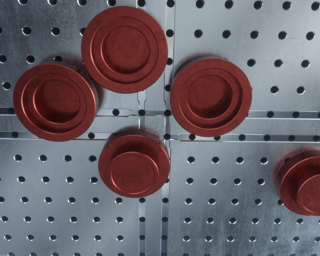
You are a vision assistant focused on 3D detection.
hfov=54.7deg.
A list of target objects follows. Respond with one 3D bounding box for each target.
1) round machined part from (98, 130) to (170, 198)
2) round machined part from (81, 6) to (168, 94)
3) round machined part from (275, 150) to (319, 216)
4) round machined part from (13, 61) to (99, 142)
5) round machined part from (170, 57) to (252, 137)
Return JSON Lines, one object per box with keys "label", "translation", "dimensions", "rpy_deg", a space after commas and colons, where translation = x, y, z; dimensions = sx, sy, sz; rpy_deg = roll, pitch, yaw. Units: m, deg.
{"label": "round machined part", "translation": [-0.036, 0.055, 0.424], "dimensions": [0.099, 0.042, 0.097], "rpy_deg": [0, 110, -1]}
{"label": "round machined part", "translation": [-0.040, -0.093, 0.369], "dimensions": [0.099, 0.042, 0.097], "rpy_deg": [0, 110, -1]}
{"label": "round machined part", "translation": [0.220, 0.084, 0.439], "dimensions": [0.099, 0.042, 0.097], "rpy_deg": [0, 110, -1]}
{"label": "round machined part", "translation": [-0.126, -0.035, 0.390], "dimensions": [0.099, 0.042, 0.097], "rpy_deg": [0, 110, -1]}
{"label": "round machined part", "translation": [0.061, -0.041, 0.390], "dimensions": [0.099, 0.042, 0.097], "rpy_deg": [0, 110, -1]}
